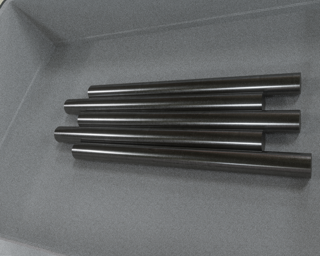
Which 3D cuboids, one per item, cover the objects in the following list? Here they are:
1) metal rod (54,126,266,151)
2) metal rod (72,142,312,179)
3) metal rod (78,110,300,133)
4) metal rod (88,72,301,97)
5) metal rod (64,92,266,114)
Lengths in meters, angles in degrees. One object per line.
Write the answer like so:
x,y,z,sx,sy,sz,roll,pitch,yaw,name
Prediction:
-0.020,0.012,0.406,0.300,0.025,0.025,1,62,28,metal rod
0.015,0.035,0.373,0.300,0.025,0.025,1,62,28,metal rod
0.017,-0.009,0.400,0.300,0.025,0.025,1,62,28,metal rod
0.027,-0.053,0.421,0.300,0.025,0.025,1,62,28,metal rod
-0.013,-0.032,0.429,0.300,0.025,0.025,1,62,28,metal rod
